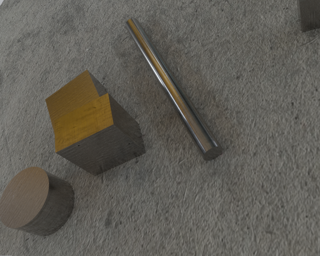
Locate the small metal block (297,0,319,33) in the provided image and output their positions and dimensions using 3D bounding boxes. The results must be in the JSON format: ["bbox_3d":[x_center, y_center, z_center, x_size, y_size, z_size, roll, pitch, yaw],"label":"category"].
[{"bbox_3d":[0.196,-0.150,0.377,0.050,0.050,0.025,-11,57,22],"label":"small metal block"}]

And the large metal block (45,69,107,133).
[{"bbox_3d":[-0.117,-0.028,0.466,0.080,0.050,0.080,-35,51,5],"label":"large metal block"}]

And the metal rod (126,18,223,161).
[{"bbox_3d":[0.006,-0.075,0.446,0.025,0.025,0.300,-33,52,7],"label":"metal rod"}]

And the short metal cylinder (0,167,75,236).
[{"bbox_3d":[-0.163,0.098,0.413,0.080,0.050,0.080,-13,56,21],"label":"short metal cylinder"}]

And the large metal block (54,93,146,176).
[{"bbox_3d":[-0.076,0.012,0.401,0.080,0.080,0.050,-25,53,12],"label":"large metal block"}]
